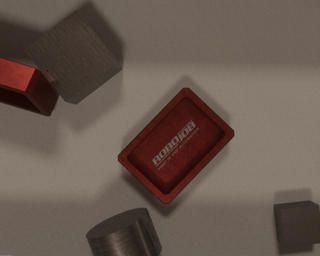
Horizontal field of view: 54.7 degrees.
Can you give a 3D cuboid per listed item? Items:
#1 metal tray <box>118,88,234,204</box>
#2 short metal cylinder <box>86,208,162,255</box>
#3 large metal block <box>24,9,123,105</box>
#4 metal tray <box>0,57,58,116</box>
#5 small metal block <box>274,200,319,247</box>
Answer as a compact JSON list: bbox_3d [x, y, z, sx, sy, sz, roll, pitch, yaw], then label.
[{"bbox_3d":[0.021,0.023,0.409,0.090,0.030,0.130,44,90,-1],"label":"metal tray"},{"bbox_3d":[-0.044,0.140,0.384,0.080,0.080,0.050,-21,90,0],"label":"short metal cylinder"},{"bbox_3d":[-0.107,-0.087,0.397,0.080,0.050,0.080,-38,91,0],"label":"large metal block"},{"bbox_3d":[-0.200,-0.058,0.373,0.131,0.090,0.030,17,74,-1],"label":"metal tray"},{"bbox_3d":[0.184,0.127,0.414,0.050,0.025,0.050,-6,90,-1],"label":"small metal block"}]
